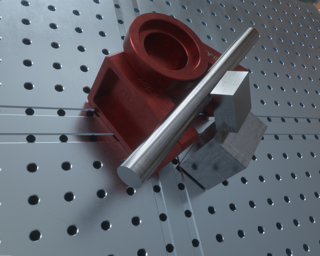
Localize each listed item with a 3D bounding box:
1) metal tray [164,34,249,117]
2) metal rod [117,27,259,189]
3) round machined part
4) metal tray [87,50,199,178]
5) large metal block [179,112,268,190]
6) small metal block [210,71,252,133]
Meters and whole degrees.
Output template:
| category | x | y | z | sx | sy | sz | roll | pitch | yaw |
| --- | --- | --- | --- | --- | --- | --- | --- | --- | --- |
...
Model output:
| category | x | y | z | sx | sy | sz | roll | pitch | yaw |
| --- | --- | --- | --- | --- | --- | --- | --- | --- | --- |
| metal tray | 0.046 | -0.075 | 0.438 | 0.131 | 0.090 | 0.030 | 28 | 53 | -11 |
| metal rod | 0.053 | -0.046 | 0.350 | 0.025 | 0.025 | 0.301 | 42 | 51 | 0 |
| round machined part | 0.003 | -0.084 | 0.363 | 0.099 | 0.042 | 0.098 | 14 | 56 | -21 |
| metal tray | -0.025 | -0.014 | 0.362 | 0.030 | 0.090 | 0.130 | -33 | 81 | -38 |
| large metal block | 0.081 | 0.023 | 0.400 | 0.050 | 0.080 | 0.080 | 42 | 51 | 0 |
| small metal block | 0.082 | -0.030 | 0.352 | 0.025 | 0.050 | 0.050 | 9 | 42 | 32 |
